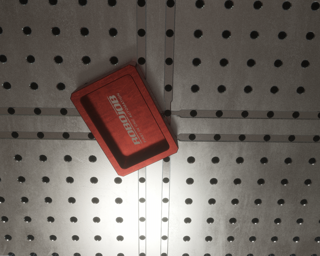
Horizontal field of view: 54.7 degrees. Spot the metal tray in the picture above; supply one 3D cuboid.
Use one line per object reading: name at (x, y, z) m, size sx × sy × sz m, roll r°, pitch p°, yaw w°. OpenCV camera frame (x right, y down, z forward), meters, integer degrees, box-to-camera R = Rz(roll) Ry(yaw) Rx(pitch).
metal tray at (-0.043, -0.010, 0.406) m, size 0.090 × 0.030 × 0.130 m, roll -25°, pitch 109°, yaw 8°
